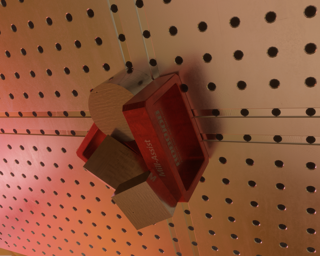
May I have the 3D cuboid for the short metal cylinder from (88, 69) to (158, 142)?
[{"bbox_3d":[-0.044,-0.029,0.398,0.080,0.050,0.079,13,124,20],"label":"short metal cylinder"}]

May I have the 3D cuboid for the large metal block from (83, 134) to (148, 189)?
[{"bbox_3d":[-0.049,0.060,0.416,0.080,0.050,0.080,34,164,5],"label":"large metal block"}]

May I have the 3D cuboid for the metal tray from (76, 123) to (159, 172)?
[{"bbox_3d":[-0.054,0.048,0.463,0.130,0.030,0.089,40,129,0],"label":"metal tray"}]

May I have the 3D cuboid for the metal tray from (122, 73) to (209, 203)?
[{"bbox_3d":[0.013,0.012,0.368,0.030,0.090,0.129,-9,114,32],"label":"metal tray"}]

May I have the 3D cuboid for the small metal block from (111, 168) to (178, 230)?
[{"bbox_3d":[-0.017,0.081,0.347,0.050,0.025,0.050,-29,104,26],"label":"small metal block"}]
